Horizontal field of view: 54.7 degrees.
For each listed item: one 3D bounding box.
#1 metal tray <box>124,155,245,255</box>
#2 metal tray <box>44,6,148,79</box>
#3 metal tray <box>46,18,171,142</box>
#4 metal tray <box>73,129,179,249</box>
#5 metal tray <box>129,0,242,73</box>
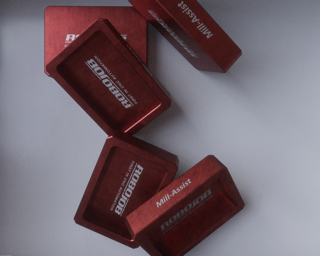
[{"bbox_3d":[0.034,0.103,0.378,0.130,0.030,0.090,-36,128,-6],"label":"metal tray"},{"bbox_3d":[-0.082,-0.111,0.408,0.131,0.030,0.089,0,90,0],"label":"metal tray"},{"bbox_3d":[-0.059,-0.055,0.380,0.090,0.030,0.130,-37,107,13],"label":"metal tray"},{"bbox_3d":[-0.043,0.078,0.390,0.090,0.030,0.129,24,106,-1],"label":"metal tray"},{"bbox_3d":[0.025,-0.120,0.360,0.130,0.090,0.030,41,90,-19],"label":"metal tray"}]
